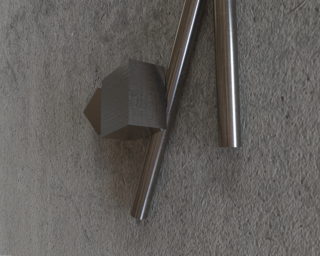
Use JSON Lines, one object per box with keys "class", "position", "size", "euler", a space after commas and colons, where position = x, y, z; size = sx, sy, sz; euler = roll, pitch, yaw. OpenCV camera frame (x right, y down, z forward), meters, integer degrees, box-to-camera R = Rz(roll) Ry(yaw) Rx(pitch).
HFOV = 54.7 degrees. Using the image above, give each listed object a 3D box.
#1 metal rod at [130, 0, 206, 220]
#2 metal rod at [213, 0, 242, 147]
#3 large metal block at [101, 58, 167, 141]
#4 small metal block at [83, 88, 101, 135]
{"class": "metal rod", "position": [0.008, -0.022, 0.396], "size": [0.025, 0.025, 0.298], "euler": [24, 105, 37]}
{"class": "metal rod", "position": [0.072, -0.128, 0.344], "size": [0.025, 0.025, 0.298], "euler": [-3, 88, 39]}
{"class": "large metal block", "position": [-0.036, -0.032, 0.395], "size": [0.080, 0.050, 0.080], "euler": [-21, 66, 54]}
{"class": "small metal block", "position": [-0.085, -0.025, 0.473], "size": [0.050, 0.025, 0.050], "euler": [52, 120, 27]}
